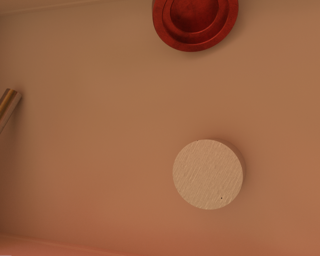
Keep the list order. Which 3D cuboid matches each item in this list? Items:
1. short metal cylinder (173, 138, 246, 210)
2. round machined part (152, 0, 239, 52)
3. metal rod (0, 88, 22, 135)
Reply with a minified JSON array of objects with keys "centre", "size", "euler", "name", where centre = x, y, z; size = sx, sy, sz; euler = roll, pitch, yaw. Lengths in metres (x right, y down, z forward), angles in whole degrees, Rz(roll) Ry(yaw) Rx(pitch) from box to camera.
[{"centre":[0.061,0.053,0.375],"size":[0.080,0.050,0.079],"euler":[0,90,19],"name":"short metal cylinder"},{"centre":[0.039,-0.144,0.368],"size":[0.098,0.098,0.042],"euler":[-23,44,18],"name":"round machined part"},{"centre":[-0.278,0.075,0.435],"size":[0.025,0.025,0.300],"euler":[11,66,19],"name":"metal rod"}]
